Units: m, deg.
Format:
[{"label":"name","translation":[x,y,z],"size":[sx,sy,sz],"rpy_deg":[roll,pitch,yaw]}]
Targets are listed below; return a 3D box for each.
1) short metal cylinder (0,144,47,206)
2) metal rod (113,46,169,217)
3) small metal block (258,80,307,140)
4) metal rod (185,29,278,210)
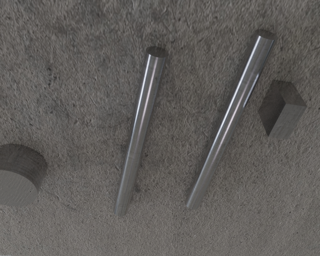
[{"label":"short metal cylinder","translation":[-0.211,0.069,0.447],"size":[0.081,0.050,0.079],"rpy_deg":[0,130,0]},{"label":"metal rod","translation":[-0.035,0.028,0.430],"size":[0.025,0.025,0.298],"rpy_deg":[9,130,-8]},{"label":"small metal block","translation":[0.145,-0.022,0.373],"size":[0.025,0.050,0.050],"rpy_deg":[7,130,-6]},{"label":"metal rod","translation":[0.083,0.013,0.419],"size":[0.025,0.025,0.298],"rpy_deg":[8,130,-7]}]
